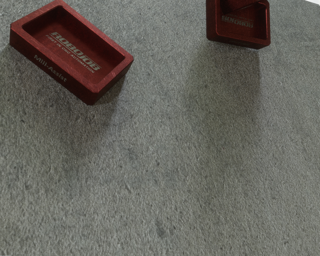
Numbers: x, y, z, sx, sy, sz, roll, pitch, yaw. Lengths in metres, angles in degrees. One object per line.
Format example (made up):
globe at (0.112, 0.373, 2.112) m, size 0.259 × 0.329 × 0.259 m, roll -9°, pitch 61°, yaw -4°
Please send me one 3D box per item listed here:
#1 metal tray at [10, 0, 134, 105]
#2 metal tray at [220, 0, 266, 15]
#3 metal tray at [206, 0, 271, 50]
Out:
metal tray at (-0.111, -0.100, 0.401) m, size 0.130 × 0.030 × 0.090 m, roll 38°, pitch 51°, yaw -3°
metal tray at (0.166, -0.248, 0.594) m, size 0.131 × 0.090 × 0.030 m, roll -32°, pitch 106°, yaw -42°
metal tray at (0.148, -0.203, 0.581) m, size 0.131 × 0.030 × 0.089 m, roll 2°, pitch 85°, yaw -27°
